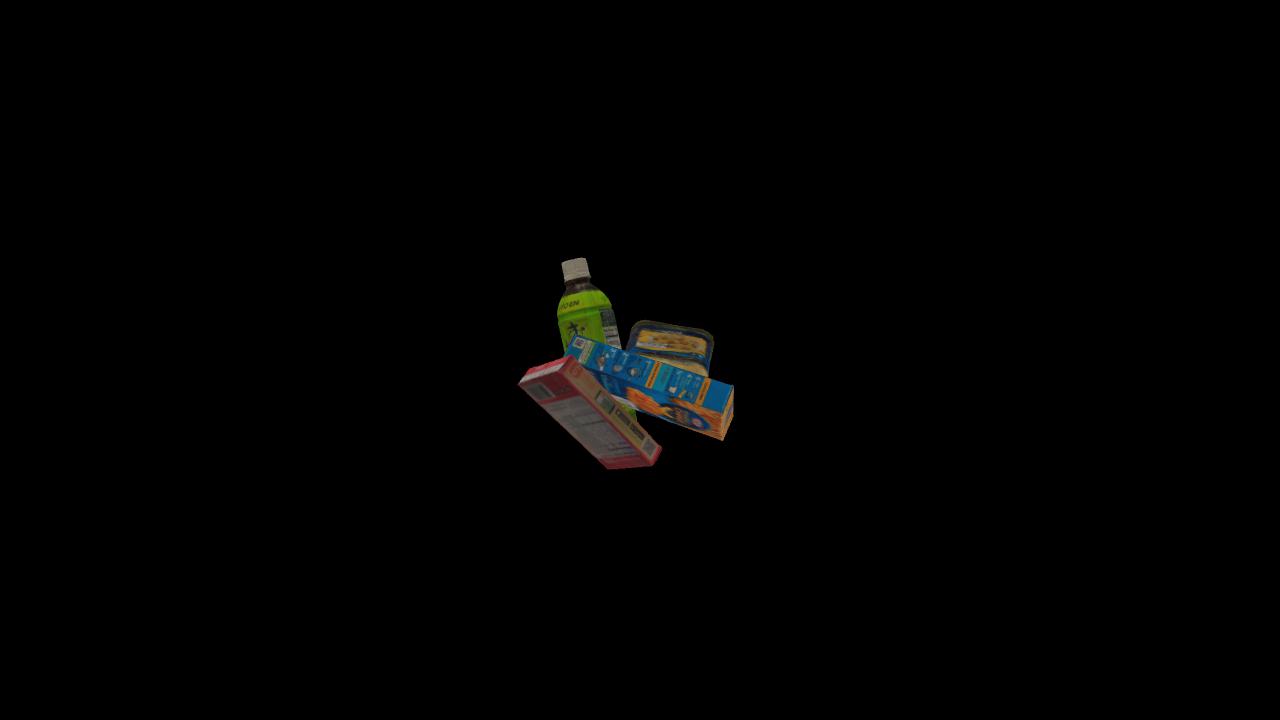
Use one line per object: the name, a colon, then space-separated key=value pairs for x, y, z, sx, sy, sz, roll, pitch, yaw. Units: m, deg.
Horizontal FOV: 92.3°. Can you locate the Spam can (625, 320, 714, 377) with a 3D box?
Spam can: x=0.031 y=0.002 z=0.701 sx=0.101 sy=0.058 sz=0.085 roll=9 pitch=28 yaw=4

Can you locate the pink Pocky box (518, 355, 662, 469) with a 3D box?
pink Pocky box: x=-0.054 y=0.062 z=0.673 sx=0.084 sy=0.029 sz=0.155 roll=-16 pitch=-56 yaw=48

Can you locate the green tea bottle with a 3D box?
green tea bottle: x=-0.056 y=-0.016 z=0.739 sx=0.073 sy=0.212 sz=0.073 roll=-11 pitch=0 yaw=0

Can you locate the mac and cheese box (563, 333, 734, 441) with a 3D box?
mac and cheese box: x=0.011 y=0.031 z=0.683 sx=0.184 sy=0.041 sz=0.093 roll=18 pitch=-22 yaw=16
